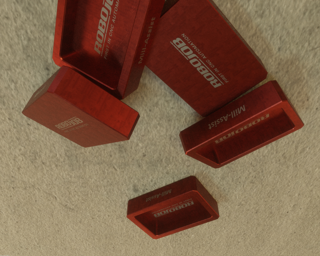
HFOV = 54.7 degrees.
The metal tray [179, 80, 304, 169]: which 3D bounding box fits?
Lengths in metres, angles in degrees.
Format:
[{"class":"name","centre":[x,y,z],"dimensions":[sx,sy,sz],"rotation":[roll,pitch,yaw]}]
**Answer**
[{"class":"metal tray","centre":[0.102,0.002,0.386],"dimensions":[0.130,0.030,0.090],"rotation":[-31,146,23]}]

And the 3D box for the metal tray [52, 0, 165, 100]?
[{"class":"metal tray","centre":[-0.051,-0.101,0.291],"dimensions":[0.090,0.030,0.129],"rotation":[30,129,10]}]

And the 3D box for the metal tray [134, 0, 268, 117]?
[{"class":"metal tray","centre":[0.043,-0.079,0.338],"dimensions":[0.090,0.030,0.130],"rotation":[-36,122,26]}]

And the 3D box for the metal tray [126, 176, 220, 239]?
[{"class":"metal tray","centre":[0.022,0.137,0.521],"dimensions":[0.130,0.030,0.090],"rotation":[-25,126,19]}]

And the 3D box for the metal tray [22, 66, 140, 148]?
[{"class":"metal tray","centre":[-0.093,-0.016,0.345],"dimensions":[0.090,0.030,0.130],"rotation":[33,156,-26]}]
